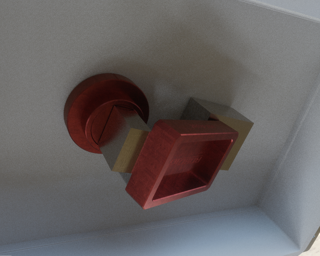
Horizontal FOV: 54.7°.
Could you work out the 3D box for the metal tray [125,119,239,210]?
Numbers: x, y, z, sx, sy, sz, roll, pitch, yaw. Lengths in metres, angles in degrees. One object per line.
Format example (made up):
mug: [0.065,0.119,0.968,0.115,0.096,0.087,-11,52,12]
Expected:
metal tray: [0.030,0.037,0.353,0.131,0.030,0.089,0,121,-51]

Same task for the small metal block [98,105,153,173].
small metal block: [-0.038,0.012,0.323,0.025,0.050,0.050,13,112,-34]

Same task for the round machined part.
round machined part: [-0.057,-0.010,0.359,0.099,0.042,0.097,-14,125,-21]

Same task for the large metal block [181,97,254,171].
large metal block: [0.071,0.010,0.436,0.081,0.050,0.079,10,113,-33]

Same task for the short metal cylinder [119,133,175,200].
short metal cylinder: [-0.011,0.049,0.401,0.081,0.050,0.080,-26,145,-20]
